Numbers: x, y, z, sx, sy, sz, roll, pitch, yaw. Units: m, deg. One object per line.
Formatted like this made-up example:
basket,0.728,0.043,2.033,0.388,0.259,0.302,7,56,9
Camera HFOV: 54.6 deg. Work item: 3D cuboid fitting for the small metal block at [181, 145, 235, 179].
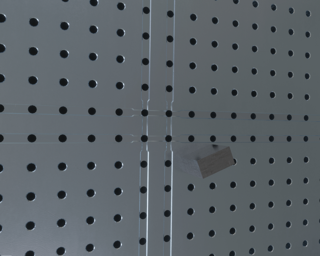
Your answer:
small metal block,0.064,0.044,0.423,0.050,0.050,0.025,-21,97,-19
